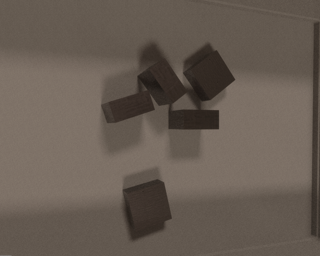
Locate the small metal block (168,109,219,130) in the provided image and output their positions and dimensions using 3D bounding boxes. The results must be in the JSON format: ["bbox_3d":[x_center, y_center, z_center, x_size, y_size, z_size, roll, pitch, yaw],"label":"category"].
[{"bbox_3d":[0.044,-0.011,0.415,0.050,0.050,0.025,0,90,-20],"label":"small metal block"}]

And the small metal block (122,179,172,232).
[{"bbox_3d":[-0.017,0.100,0.406,0.050,0.025,0.050,-14,95,-20],"label":"small metal block"}]

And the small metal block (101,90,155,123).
[{"bbox_3d":[-0.041,-0.026,0.383,0.050,0.050,0.025,-20,97,-19],"label":"small metal block"}]

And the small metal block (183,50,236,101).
[{"bbox_3d":[0.070,-0.073,0.438,0.050,0.025,0.050,-39,103,-16],"label":"small metal block"}]

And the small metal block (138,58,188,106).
[{"bbox_3d":[0.002,-0.057,0.399,0.025,0.050,0.050,-39,103,-16],"label":"small metal block"}]
